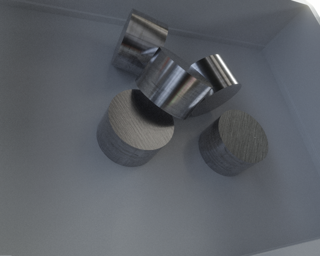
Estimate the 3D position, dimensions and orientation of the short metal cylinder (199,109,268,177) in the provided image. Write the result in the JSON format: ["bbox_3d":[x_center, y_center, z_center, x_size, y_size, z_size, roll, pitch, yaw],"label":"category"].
[{"bbox_3d":[0.101,0.021,0.431,0.081,0.050,0.080,14,56,-21],"label":"short metal cylinder"}]

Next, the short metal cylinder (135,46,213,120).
[{"bbox_3d":[0.017,-0.055,0.379,0.080,0.050,0.080,34,18,-13],"label":"short metal cylinder"}]

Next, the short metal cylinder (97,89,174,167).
[{"bbox_3d":[-0.030,0.000,0.373,0.081,0.050,0.080,14,56,-21],"label":"short metal cylinder"}]

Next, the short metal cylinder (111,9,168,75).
[{"bbox_3d":[-0.029,-0.114,0.424,0.050,0.080,0.080,21,54,-16],"label":"short metal cylinder"}]

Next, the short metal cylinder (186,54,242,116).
[{"bbox_3d":[0.068,-0.059,0.443,0.081,0.080,0.050,-18,72,-35],"label":"short metal cylinder"}]
